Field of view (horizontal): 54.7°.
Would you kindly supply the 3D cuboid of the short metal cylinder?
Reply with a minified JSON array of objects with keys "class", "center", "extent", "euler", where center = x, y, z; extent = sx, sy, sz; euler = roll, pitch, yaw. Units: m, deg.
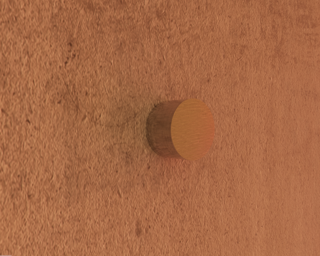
[{"class":"short metal cylinder","center":[0.028,0.002,0.415],"extent":[0.081,0.050,0.079],"euler":[0,90,-40]}]
